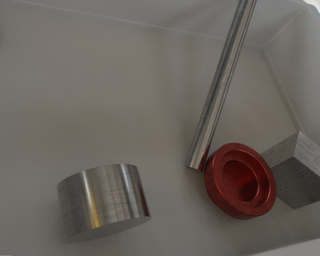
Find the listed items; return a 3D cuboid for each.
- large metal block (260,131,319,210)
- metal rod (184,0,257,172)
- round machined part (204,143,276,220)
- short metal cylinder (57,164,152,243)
[{"bbox_3d":[0.194,0.062,0.440,0.080,0.080,0.050,37,51,-4],"label":"large metal block"},{"bbox_3d":[0.093,-0.084,0.434,0.025,0.025,0.299,23,77,-15],"label":"metal rod"},{"bbox_3d":[0.100,0.072,0.407,0.099,0.042,0.098,14,56,-21],"label":"round machined part"},{"bbox_3d":[-0.054,0.073,0.298,0.081,0.080,0.050,-4,64,-30],"label":"short metal cylinder"}]
